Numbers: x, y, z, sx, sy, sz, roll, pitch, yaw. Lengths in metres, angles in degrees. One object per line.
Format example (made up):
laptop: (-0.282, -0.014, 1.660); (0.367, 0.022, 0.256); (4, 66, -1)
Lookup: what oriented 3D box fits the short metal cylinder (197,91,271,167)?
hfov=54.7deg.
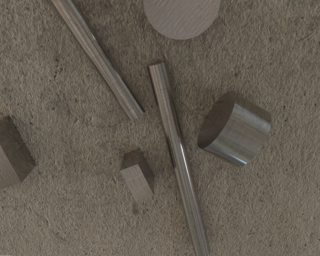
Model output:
short metal cylinder: (0.089, 0.001, 0.382); (0.050, 0.080, 0.080); (29, 108, -10)

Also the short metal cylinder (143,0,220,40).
short metal cylinder: (0.023, -0.141, 0.345); (0.081, 0.050, 0.079); (0, 110, 0)

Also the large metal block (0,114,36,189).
large metal block: (-0.227, 0.038, 0.408); (0.080, 0.050, 0.080); (-17, 109, 6)

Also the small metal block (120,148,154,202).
small metal block: (-0.029, 0.062, 0.419); (0.025, 0.050, 0.050); (-22, 109, 8)

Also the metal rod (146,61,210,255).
metal rod: (0.031, 0.056, 0.430); (0.025, 0.025, 0.298); (-13, 110, 4)

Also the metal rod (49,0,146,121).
metal rod: (-0.106, -0.137, 0.358); (0.025, 0.025, 0.299); (-29, 108, 10)
